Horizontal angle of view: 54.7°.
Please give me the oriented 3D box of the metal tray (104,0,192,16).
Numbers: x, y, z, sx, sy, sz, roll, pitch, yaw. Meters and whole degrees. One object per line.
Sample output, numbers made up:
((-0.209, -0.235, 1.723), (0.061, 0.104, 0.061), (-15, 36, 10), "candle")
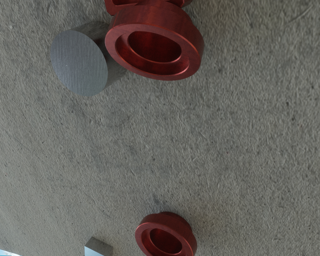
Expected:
((-0.021, -0.182, 0.300), (0.090, 0.030, 0.129), (4, 121, 25), "metal tray")

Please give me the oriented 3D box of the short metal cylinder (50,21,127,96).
((-0.085, -0.085, 0.381), (0.080, 0.050, 0.079), (13, 124, 20), "short metal cylinder")

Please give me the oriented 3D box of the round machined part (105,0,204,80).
((-0.003, -0.092, 0.319), (0.099, 0.042, 0.098), (12, 161, 5), "round machined part")

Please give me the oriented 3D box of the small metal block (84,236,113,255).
((-0.124, 0.255, 0.627), (0.050, 0.025, 0.050), (19, 126, 16), "small metal block")

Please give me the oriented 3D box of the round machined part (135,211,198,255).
((0.013, 0.173, 0.495), (0.098, 0.042, 0.097), (13, 124, 20), "round machined part")
